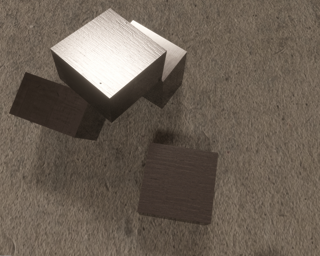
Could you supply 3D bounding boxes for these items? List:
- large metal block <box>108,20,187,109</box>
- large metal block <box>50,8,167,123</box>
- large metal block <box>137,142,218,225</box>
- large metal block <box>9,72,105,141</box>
[{"bbox_3d":[-0.015,-0.080,0.408,0.080,0.080,0.050,33,73,11],"label":"large metal block"},{"bbox_3d":[-0.052,-0.067,0.328,0.080,0.050,0.080,40,66,13],"label":"large metal block"},{"bbox_3d":[0.021,0.068,0.370,0.080,0.050,0.080,9,70,3],"label":"large metal block"},{"bbox_3d":[-0.118,-0.023,0.380,0.080,0.080,0.050,20,87,7],"label":"large metal block"}]
